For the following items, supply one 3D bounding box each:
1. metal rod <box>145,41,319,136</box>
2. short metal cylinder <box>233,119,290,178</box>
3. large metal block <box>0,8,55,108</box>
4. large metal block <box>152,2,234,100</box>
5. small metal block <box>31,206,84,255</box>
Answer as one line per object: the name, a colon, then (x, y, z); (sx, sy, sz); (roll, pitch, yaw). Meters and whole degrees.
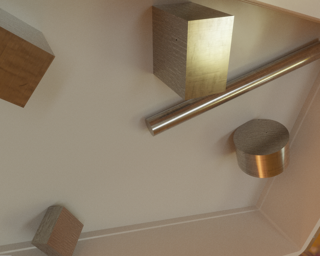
metal rod: (0.120, -0.062, 0.437); (0.302, 0.025, 0.025); (-25, 128, -14)
short metal cylinder: (0.158, 0.031, 0.481); (0.080, 0.080, 0.050); (-28, 128, -11)
large metal block: (-0.142, -0.070, 0.253); (0.080, 0.080, 0.050); (27, 103, -38)
large metal block: (0.031, -0.087, 0.338); (0.050, 0.080, 0.079); (-14, 125, -21)
small metal block: (-0.132, 0.138, 0.404); (0.025, 0.050, 0.050); (-8, 133, 23)
